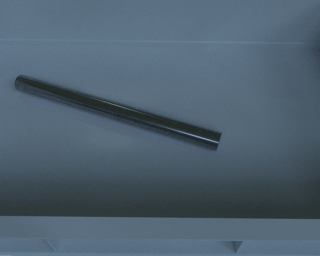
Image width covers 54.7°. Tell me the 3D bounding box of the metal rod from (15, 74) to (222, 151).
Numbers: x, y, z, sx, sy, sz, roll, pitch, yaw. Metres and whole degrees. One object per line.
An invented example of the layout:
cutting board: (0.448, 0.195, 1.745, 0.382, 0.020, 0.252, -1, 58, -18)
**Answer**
metal rod: (-0.066, -0.025, 0.424, 0.301, 0.025, 0.025, 17, 52, 13)
